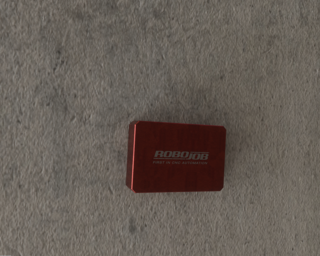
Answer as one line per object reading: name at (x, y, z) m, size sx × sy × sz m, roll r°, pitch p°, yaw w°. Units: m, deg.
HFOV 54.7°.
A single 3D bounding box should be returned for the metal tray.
metal tray at (0.023, 0.039, 0.416) m, size 0.131 × 0.030 × 0.089 m, roll 3°, pitch 89°, yaw -21°
